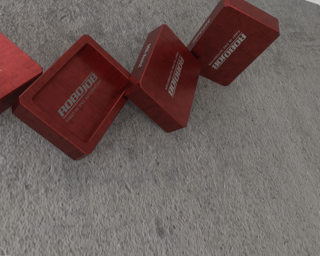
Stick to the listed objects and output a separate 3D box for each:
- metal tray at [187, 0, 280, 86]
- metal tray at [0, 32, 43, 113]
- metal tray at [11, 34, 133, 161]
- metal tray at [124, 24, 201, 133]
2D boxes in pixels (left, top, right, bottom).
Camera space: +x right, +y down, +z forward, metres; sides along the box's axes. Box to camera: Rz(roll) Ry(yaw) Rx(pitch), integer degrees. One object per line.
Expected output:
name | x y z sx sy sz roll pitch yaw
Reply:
metal tray | 0.101 -0.126 0.467 0.091 0.129 0.030 21 54 -16
metal tray | -0.208 -0.074 0.334 0.130 0.030 0.090 40 51 -1
metal tray | -0.091 -0.039 0.361 0.090 0.030 0.130 42 50 -17
metal tray | 0.009 -0.070 0.427 0.090 0.030 0.130 42 47 -30
